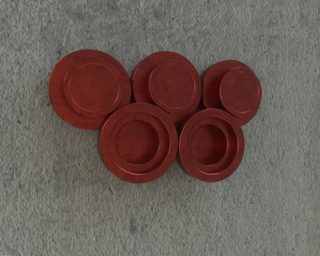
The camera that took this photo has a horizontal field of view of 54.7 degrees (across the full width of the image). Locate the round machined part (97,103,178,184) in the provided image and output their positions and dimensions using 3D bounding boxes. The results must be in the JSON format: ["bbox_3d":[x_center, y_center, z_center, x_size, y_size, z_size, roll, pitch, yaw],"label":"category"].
[{"bbox_3d":[-0.030,0.018,0.391,0.099,0.042,0.097,0,90,-21],"label":"round machined part"}]

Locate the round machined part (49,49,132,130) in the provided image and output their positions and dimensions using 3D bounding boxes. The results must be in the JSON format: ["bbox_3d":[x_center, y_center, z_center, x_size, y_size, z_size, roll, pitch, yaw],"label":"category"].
[{"bbox_3d":[-0.081,-0.046,0.372,0.099,0.042,0.097,0,90,-21],"label":"round machined part"}]

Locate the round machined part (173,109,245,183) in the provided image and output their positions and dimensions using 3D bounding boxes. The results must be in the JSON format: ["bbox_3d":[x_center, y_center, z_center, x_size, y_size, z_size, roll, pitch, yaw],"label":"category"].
[{"bbox_3d":[0.063,0.023,0.426,0.099,0.042,0.097,0,90,-21],"label":"round machined part"}]

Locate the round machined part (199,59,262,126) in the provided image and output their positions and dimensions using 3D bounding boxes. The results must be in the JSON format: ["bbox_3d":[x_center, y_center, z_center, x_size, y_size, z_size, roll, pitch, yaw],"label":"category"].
[{"bbox_3d":[0.105,-0.049,0.441,0.099,0.042,0.097,0,90,-21],"label":"round machined part"}]

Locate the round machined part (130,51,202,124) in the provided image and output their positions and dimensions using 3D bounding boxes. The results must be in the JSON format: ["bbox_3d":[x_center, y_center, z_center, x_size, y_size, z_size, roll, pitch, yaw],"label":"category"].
[{"bbox_3d":[0.012,-0.053,0.407,0.099,0.042,0.097,0,90,-21],"label":"round machined part"}]
